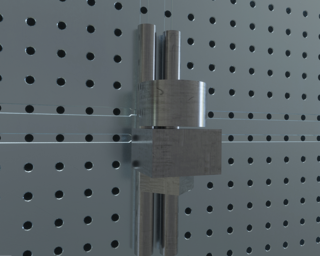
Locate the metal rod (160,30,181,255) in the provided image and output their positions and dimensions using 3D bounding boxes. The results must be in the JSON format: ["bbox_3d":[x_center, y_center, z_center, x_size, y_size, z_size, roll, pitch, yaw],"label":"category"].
[{"bbox_3d":[0.014,0.020,0.420,0.025,0.025,0.298,1,90,-20],"label":"metal rod"}]

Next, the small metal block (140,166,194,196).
[{"bbox_3d":[0.010,0.063,0.380,0.050,0.050,0.025,1,90,-65],"label":"small metal block"}]

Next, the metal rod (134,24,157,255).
[{"bbox_3d":[-0.019,0.015,0.408,0.025,0.025,0.298,1,90,-20],"label":"metal rod"}]

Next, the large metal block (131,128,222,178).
[{"bbox_3d":[0.016,0.026,0.364,0.081,0.080,0.050,0,90,-20],"label":"large metal block"}]

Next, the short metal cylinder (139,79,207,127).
[{"bbox_3d":[0.016,-0.027,0.368,0.081,0.080,0.050,1,90,-20],"label":"short metal cylinder"}]
